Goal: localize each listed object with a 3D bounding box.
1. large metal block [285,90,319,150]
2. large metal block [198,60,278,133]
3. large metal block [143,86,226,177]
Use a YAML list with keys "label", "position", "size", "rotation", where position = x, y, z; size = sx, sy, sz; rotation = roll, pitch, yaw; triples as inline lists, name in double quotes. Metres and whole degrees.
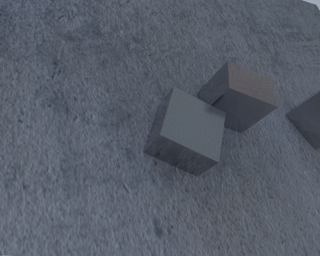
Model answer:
- label: "large metal block"
  position: [0.284, -0.021, 0.538]
  size: [0.050, 0.080, 0.080]
  rotation: [-31, 79, -38]
- label: "large metal block"
  position: [0.111, -0.042, 0.456]
  size: [0.081, 0.080, 0.050]
  rotation: [18, 55, -19]
- label: "large metal block"
  position: [0.034, 0.005, 0.404]
  size: [0.080, 0.050, 0.080]
  rotation: [26, 53, -13]
